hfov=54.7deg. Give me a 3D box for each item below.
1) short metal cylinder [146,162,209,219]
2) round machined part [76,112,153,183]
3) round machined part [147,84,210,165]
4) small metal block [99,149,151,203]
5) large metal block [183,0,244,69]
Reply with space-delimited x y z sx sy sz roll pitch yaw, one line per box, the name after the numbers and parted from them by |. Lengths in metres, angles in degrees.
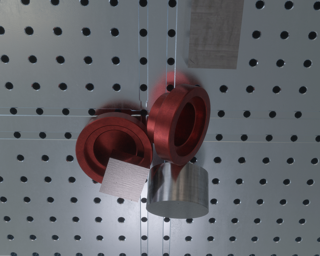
0.024 0.085 0.411 0.080 0.050 0.080 3 149 2 | short metal cylinder
-0.058 0.025 0.413 0.099 0.042 0.097 0 110 0 | round machined part
0.021 -0.007 0.382 0.042 0.099 0.097 18 114 31 | round machined part
-0.044 0.060 0.390 0.050 0.025 0.050 17 109 -7 | small metal block
0.055 -0.112 0.343 0.050 0.080 0.079 1 110 -1 | large metal block
